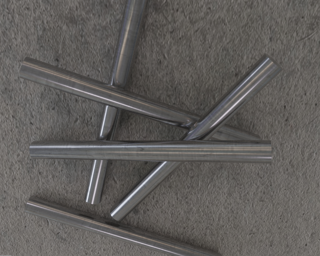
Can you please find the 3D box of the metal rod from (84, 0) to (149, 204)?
[{"bbox_3d":[-0.058,-0.033,0.396,0.025,0.025,0.298,14,109,-5],"label":"metal rod"}]

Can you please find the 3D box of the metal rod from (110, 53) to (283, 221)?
[{"bbox_3d":[0.027,0.029,0.387,0.025,0.025,0.299,36,118,-13],"label":"metal rod"}]

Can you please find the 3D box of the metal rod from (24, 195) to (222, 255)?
[{"bbox_3d":[-0.049,0.159,0.467,0.302,0.025,0.025,19,109,-7],"label":"metal rod"}]

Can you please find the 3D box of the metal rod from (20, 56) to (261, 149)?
[{"bbox_3d":[-0.011,-0.023,0.379,0.302,0.025,0.025,17,109,-15],"label":"metal rod"}]

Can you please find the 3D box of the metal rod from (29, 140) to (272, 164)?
[{"bbox_3d":[-0.025,0.027,0.374,0.301,0.025,0.025,-1,111,18],"label":"metal rod"}]
